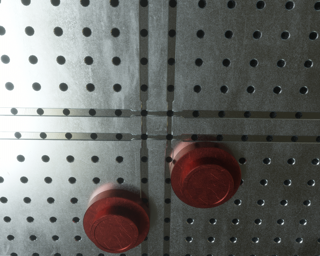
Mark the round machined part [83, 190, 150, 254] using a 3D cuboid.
[{"bbox_3d":[-0.064,0.144,0.457,0.099,0.042,0.097,0,110,0],"label":"round machined part"}]

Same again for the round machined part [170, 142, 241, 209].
[{"bbox_3d":[0.064,0.071,0.431,0.099,0.042,0.097,0,110,0],"label":"round machined part"}]
